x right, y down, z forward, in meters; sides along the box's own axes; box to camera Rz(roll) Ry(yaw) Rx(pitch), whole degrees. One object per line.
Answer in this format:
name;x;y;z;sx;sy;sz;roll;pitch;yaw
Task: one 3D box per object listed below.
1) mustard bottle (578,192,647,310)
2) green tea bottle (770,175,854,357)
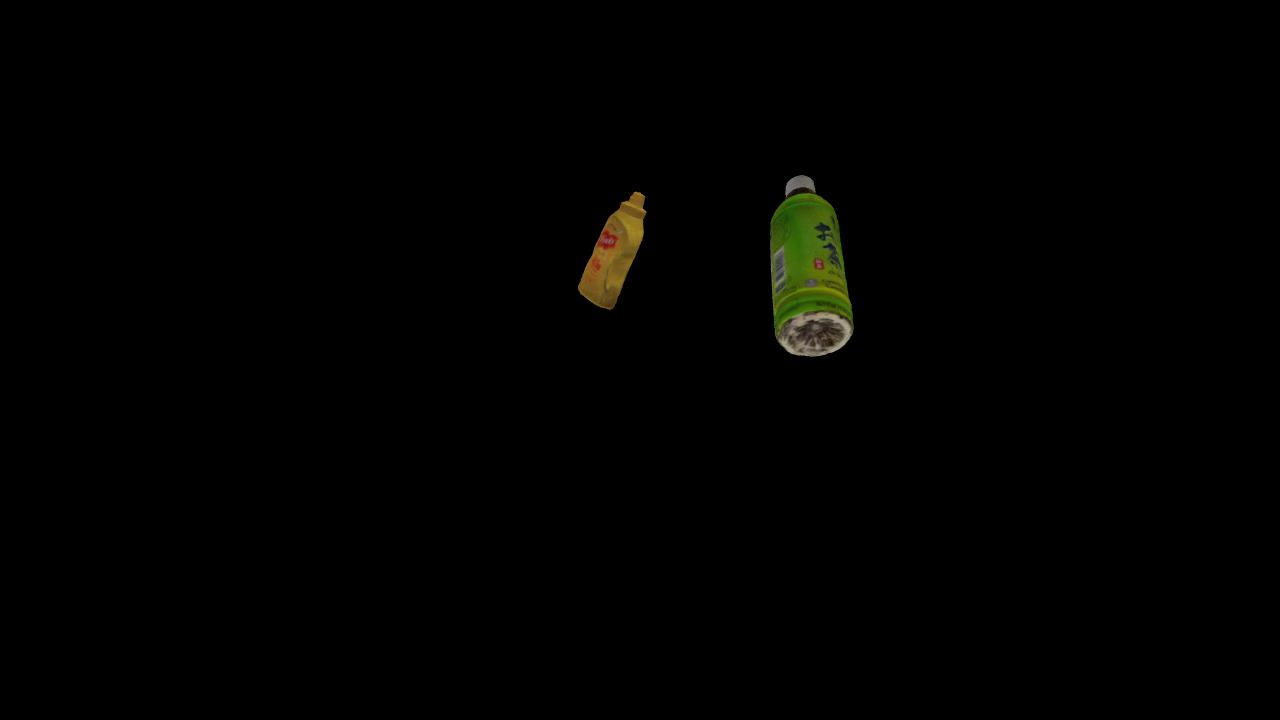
mustard bottle;-0.037;-0.179;0.978;0.054;0.184;0.092;16;18;-30
green tea bottle;0.164;-0.106;0.611;0.073;0.212;0.073;3;-35;2
